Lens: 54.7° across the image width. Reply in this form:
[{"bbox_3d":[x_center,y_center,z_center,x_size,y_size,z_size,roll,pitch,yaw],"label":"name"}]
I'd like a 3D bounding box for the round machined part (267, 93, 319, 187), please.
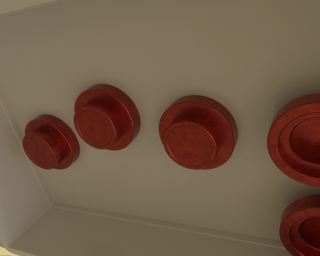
[{"bbox_3d":[0.164,0.009,0.317,0.098,0.042,0.097,13,124,21],"label":"round machined part"}]

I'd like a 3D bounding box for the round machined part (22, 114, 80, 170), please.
[{"bbox_3d":[-0.187,0.030,0.515,0.098,0.042,0.097,13,124,21],"label":"round machined part"}]

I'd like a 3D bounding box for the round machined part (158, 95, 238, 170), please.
[{"bbox_3d":[0.042,0.012,0.383,0.098,0.042,0.097,13,124,21],"label":"round machined part"}]

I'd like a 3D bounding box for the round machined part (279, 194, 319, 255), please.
[{"bbox_3d":[0.196,0.118,0.367,0.098,0.042,0.097,13,124,21],"label":"round machined part"}]

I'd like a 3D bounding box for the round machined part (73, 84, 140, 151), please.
[{"bbox_3d":[-0.081,-0.009,0.435,0.098,0.042,0.097,13,124,21],"label":"round machined part"}]
